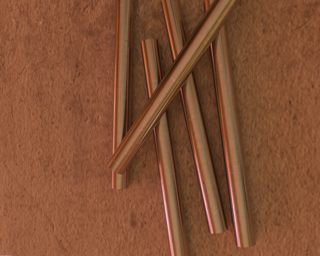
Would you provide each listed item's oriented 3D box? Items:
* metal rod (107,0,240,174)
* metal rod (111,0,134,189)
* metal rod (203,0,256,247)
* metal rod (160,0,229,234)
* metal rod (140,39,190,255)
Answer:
[{"bbox_3d":[0.025,-0.069,0.371,0.025,0.025,0.299,37,101,16],"label":"metal rod"},{"bbox_3d":[-0.051,-0.067,0.425,0.025,0.025,0.298,2,91,19],"label":"metal rod"},{"bbox_3d":[0.084,-0.009,0.378,0.025,0.025,0.298,-8,87,19],"label":"metal rod"},{"bbox_3d":[0.043,-0.020,0.393,0.025,0.025,0.298,-13,86,19],"label":"metal rod"},{"bbox_3d":[0.007,0.033,0.405,0.025,0.025,0.298,-9,87,19],"label":"metal rod"}]
